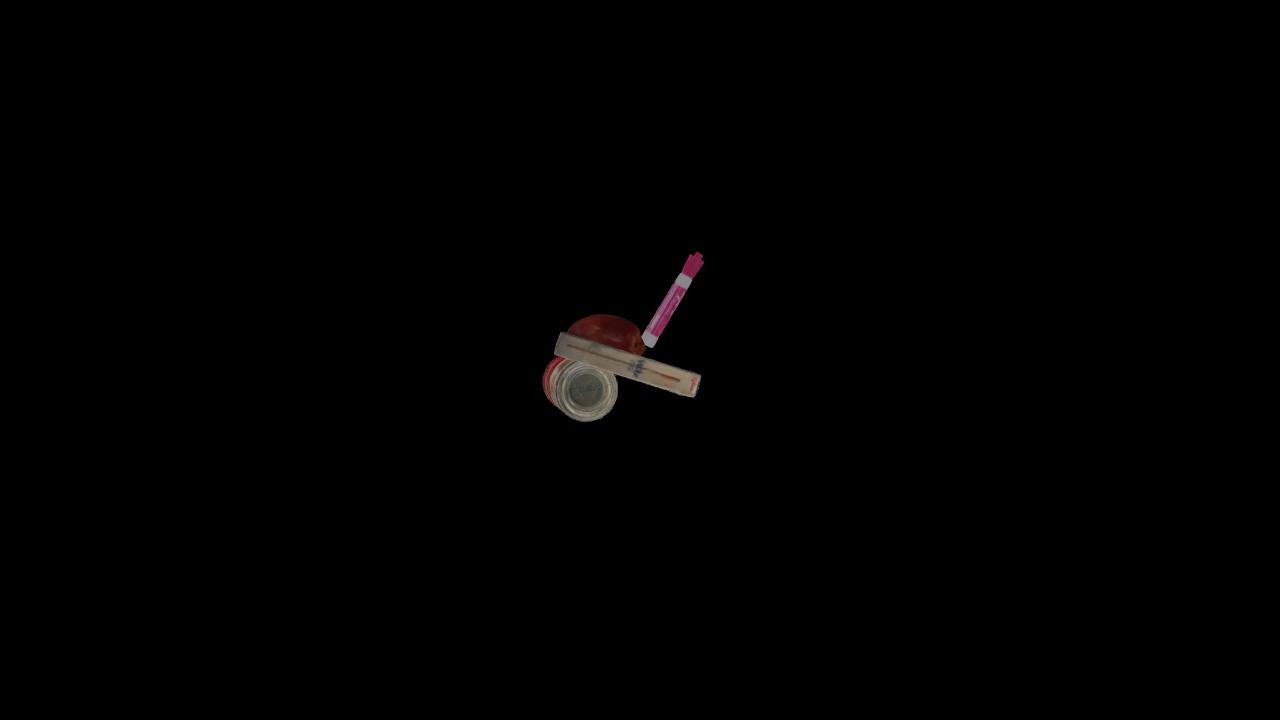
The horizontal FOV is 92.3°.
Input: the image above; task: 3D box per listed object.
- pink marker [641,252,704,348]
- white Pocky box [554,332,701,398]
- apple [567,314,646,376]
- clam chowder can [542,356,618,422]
[{"bbox_3d":[0.037,-0.069,0.705,0.020,0.121,0.020,29,13,-7],"label":"pink marker"},{"bbox_3d":[-0.016,0.005,0.668,0.154,0.028,0.084,18,-2,-5],"label":"white Pocky box"},{"bbox_3d":[-0.043,-0.017,0.716,0.093,0.079,0.079,5,3,30],"label":"apple"},{"bbox_3d":[-0.067,0.028,0.677,0.068,0.068,0.102,0,3,-17],"label":"clam chowder can"}]
